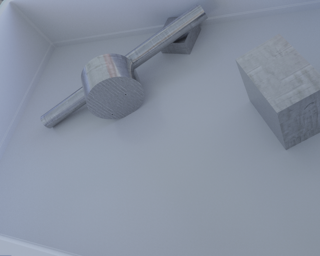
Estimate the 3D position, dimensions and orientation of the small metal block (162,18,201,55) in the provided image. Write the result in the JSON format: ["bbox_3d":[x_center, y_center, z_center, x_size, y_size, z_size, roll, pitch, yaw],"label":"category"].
[{"bbox_3d":[0.029,-0.142,0.476,0.050,0.025,0.050,11,67,32],"label":"small metal block"}]

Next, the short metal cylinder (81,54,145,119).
[{"bbox_3d":[-0.068,-0.058,0.440,0.080,0.080,0.050,-29,52,9],"label":"short metal cylinder"}]

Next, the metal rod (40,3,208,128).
[{"bbox_3d":[-0.063,-0.087,0.470,0.300,0.025,0.025,-32,52,14],"label":"metal rod"}]

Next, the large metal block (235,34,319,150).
[{"bbox_3d":[0.129,-0.036,0.325,0.050,0.080,0.080,-30,52,9],"label":"large metal block"}]
